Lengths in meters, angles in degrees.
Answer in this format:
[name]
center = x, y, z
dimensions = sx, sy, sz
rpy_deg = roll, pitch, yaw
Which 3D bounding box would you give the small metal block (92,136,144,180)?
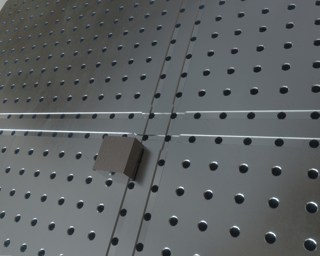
[small metal block]
center = -0.055, 0.039, 0.415
dimensions = 0.050, 0.025, 0.050
rpy_deg = 2, 63, 29
